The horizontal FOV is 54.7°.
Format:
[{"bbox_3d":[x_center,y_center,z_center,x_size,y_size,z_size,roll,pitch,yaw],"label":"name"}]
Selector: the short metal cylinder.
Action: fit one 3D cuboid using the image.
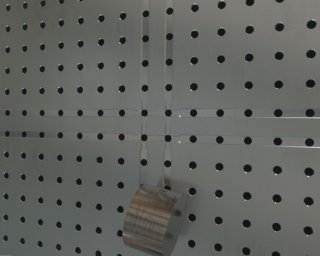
[{"bbox_3d":[-0.005,0.114,0.384,0.050,0.080,0.079,12,94,19],"label":"short metal cylinder"}]
